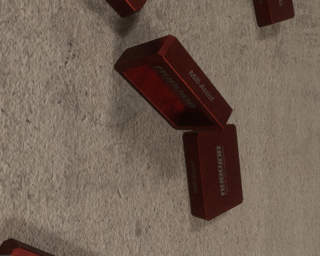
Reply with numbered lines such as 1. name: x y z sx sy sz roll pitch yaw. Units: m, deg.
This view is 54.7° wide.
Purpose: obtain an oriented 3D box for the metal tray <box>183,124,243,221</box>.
1. metal tray: 0.084 0.064 0.474 0.091 0.030 0.129 -12 98 -40

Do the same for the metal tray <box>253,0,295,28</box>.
1. metal tray: 0.207 -0.262 0.578 0.091 0.030 0.129 -27 107 -37

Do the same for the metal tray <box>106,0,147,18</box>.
1. metal tray: -0.056 -0.207 0.354 0.130 0.030 0.090 42 64 -32

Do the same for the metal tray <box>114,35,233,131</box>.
1. metal tray: 0.017 -0.047 0.378 0.130 0.090 0.030 44 63 -31

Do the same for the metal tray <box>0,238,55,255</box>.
1. metal tray: -0.116 0.177 0.305 0.130 0.030 0.090 42 65 -32
